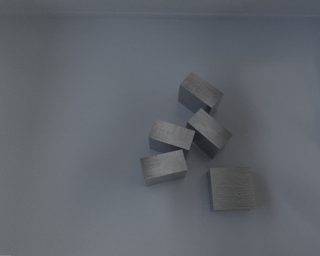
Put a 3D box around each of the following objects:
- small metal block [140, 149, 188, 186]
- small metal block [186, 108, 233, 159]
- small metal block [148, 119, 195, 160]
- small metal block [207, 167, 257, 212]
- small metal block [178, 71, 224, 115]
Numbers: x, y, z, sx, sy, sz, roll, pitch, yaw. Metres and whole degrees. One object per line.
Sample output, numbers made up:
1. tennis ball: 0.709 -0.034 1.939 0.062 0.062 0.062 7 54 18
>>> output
1. small metal block: 0.004 0.050 0.378 0.050 0.050 0.025 -12 71 -4
2. small metal block: 0.060 0.009 0.393 0.050 0.050 0.025 42 75 13
3. small metal block: 0.014 0.016 0.391 0.050 0.050 0.025 17 71 6
4. small metal block: 0.087 0.076 0.382 0.050 0.025 0.050 -2 70 -1
5. small metal block: 0.052 -0.040 0.411 0.050 0.050 0.025 39 75 13
